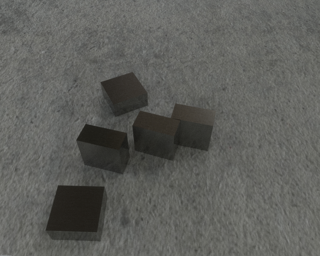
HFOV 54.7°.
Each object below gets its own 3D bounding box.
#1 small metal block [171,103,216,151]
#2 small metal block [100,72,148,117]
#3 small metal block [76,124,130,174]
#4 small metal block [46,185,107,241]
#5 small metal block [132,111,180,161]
[{"bbox_3d":[0.040,0.000,0.388,0.050,0.050,0.025,11,51,8],"label":"small metal block"},{"bbox_3d":[-0.051,-0.049,0.444,0.050,0.025,0.050,-21,53,-17],"label":"small metal block"},{"bbox_3d":[-0.065,0.025,0.365,0.050,0.050,0.025,12,51,9],"label":"small metal block"},{"bbox_3d":[-0.086,0.089,0.327,0.050,0.025,0.050,2,50,1],"label":"small metal block"},{"bbox_3d":[-0.004,0.010,0.379,0.050,0.050,0.025,14,52,11],"label":"small metal block"}]
